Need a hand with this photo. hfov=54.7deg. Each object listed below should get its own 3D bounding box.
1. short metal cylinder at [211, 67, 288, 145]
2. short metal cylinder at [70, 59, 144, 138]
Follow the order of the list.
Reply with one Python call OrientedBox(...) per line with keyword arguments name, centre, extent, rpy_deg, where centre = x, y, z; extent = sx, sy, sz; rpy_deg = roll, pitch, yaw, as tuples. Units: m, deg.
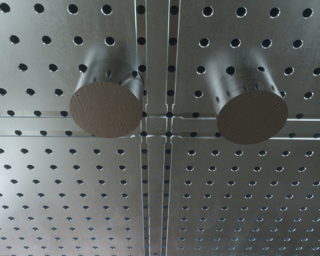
OrientedBox(name="short metal cylinder", centre=(0.106, -0.026, 0.374), extent=(0.081, 0.050, 0.079), rpy_deg=(0, 130, 0))
OrientedBox(name="short metal cylinder", centre=(-0.060, -0.034, 0.365), extent=(0.081, 0.050, 0.079), rpy_deg=(0, 130, 0))
